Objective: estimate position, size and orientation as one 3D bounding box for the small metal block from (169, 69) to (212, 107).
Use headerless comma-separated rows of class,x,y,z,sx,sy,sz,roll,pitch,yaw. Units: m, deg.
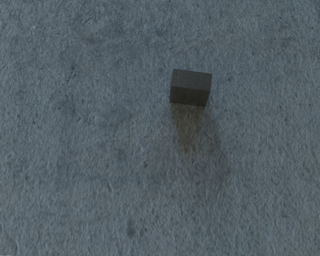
small metal block,0.040,-0.052,0.414,0.050,0.050,0.025,8,70,3
